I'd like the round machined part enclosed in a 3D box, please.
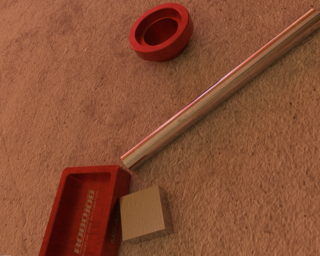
[{"bbox_3d":[0.005,-0.141,0.475,0.098,0.042,0.098,-13,56,20],"label":"round machined part"}]

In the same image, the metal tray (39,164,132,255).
[{"bbox_3d":[-0.090,0.111,0.373,0.090,0.030,0.130,-6,60,27],"label":"metal tray"}]

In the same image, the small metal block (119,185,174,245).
[{"bbox_3d":[-0.016,0.099,0.351,0.050,0.025,0.050,-21,54,15],"label":"small metal block"}]

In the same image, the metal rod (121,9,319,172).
[{"bbox_3d":[0.076,-0.046,0.391,0.300,0.025,0.025,-38,51,2],"label":"metal rod"}]
